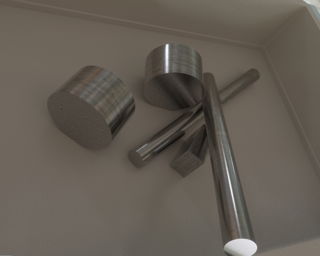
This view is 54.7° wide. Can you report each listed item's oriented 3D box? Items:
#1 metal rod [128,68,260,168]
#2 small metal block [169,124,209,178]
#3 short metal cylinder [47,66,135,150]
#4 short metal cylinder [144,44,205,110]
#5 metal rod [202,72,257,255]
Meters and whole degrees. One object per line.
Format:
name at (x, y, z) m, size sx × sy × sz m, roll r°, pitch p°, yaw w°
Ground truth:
metal rod at (0.069, -0.029, 0.462) m, size 0.302 × 0.025 × 0.025 m, roll -34°, pitch 81°, yaw -38°
small metal block at (0.043, 0.029, 0.397) m, size 0.025 × 0.050 × 0.050 m, roll 38°, pitch 51°, yaw -3°
short metal cylinder at (-0.075, -0.022, 0.344) m, size 0.080 × 0.080 × 0.050 m, roll 37°, pitch 51°, yaw -4°
short metal cylinder at (0.019, -0.068, 0.424) m, size 0.081 × 0.080 × 0.050 m, roll 14°, pitch 56°, yaw -21°
metal rod at (0.067, 0.008, 0.360) m, size 0.025 × 0.025 × 0.300 m, roll 25°, pitch 32°, yaw -13°
